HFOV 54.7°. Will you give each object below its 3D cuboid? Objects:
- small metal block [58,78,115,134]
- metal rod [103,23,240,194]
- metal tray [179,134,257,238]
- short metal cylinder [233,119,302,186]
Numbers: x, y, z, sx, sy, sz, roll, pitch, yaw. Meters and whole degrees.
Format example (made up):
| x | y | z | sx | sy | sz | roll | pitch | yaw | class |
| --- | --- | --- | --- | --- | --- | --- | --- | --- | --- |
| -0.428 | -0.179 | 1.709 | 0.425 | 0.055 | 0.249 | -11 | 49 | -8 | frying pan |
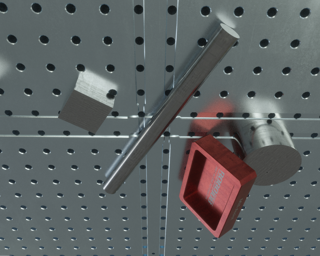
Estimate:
| x | y | z | sx | sy | sz | roll | pitch | yaw | class |
| --- | --- | --- | --- | --- | --- | --- | --- | --- | --- |
| -0.092 | -0.026 | 0.388 | 0.050 | 0.025 | 0.050 | 26 | 125 | -21 | small metal block |
| -0.003 | -0.004 | 0.408 | 0.025 | 0.025 | 0.298 | 24 | 126 | -20 | metal rod |
| 0.076 | 0.084 | 0.442 | 0.030 | 0.090 | 0.129 | -23 | 139 | -32 | metal tray |
| 0.145 | 0.035 | 0.427 | 0.081 | 0.050 | 0.079 | -1 | 130 | 0 | short metal cylinder |
